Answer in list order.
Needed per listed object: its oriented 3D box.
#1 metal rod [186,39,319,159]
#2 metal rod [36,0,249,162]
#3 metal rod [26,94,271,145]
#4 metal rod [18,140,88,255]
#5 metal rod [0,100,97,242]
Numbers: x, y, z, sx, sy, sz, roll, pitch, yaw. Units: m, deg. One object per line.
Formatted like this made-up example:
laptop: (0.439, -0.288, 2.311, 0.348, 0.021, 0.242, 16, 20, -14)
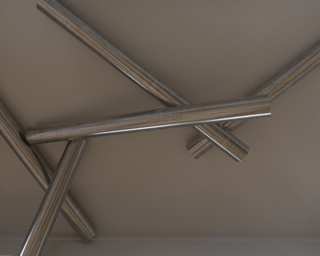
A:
metal rod: (0.156, -0.060, 0.391, 0.300, 0.025, 0.025, -40, 106, 13)
metal rod: (-0.014, -0.057, 0.374, 0.301, 0.025, 0.025, 37, 106, -7)
metal rod: (-0.027, -0.007, 0.372, 0.301, 0.025, 0.025, -7, 111, 16)
metal rod: (-0.157, 0.151, 0.376, 0.025, 0.025, 0.299, 22, 73, -8)
metal rod: (-0.177, 0.039, 0.423, 0.025, 0.025, 0.299, -27, 108, 9)
